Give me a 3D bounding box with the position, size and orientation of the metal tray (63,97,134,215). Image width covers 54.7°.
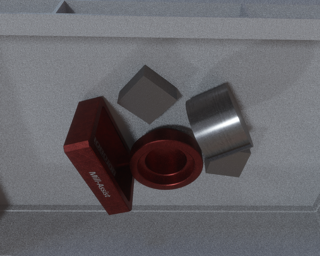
[{"bbox_3d":[-0.069,0.037,0.395,0.030,0.090,0.129,-13,129,11],"label":"metal tray"}]

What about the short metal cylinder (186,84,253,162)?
[{"bbox_3d":[0.071,-0.006,0.367,0.050,0.080,0.080,-23,127,18],"label":"short metal cylinder"}]

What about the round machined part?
[{"bbox_3d":[0.008,0.038,0.427,0.099,0.042,0.097,-1,130,0],"label":"round machined part"}]

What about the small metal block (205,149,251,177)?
[{"bbox_3d":[0.095,0.042,0.444,0.050,0.025,0.050,8,129,-6],"label":"small metal block"}]

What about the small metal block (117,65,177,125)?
[{"bbox_3d":[-0.015,-0.039,0.373,0.050,0.025,0.050,34,123,-24],"label":"small metal block"}]
